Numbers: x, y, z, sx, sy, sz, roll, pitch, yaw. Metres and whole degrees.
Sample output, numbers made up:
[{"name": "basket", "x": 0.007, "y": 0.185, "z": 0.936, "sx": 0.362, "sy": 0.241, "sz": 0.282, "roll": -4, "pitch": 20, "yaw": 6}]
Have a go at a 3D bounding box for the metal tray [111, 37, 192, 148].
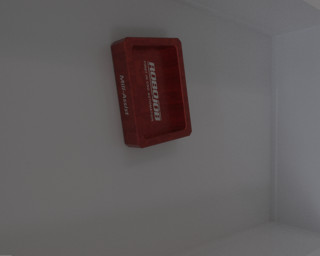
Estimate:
[{"name": "metal tray", "x": -0.008, "y": -0.047, "z": 0.395, "sx": 0.091, "sy": 0.030, "sz": 0.129, "roll": -13, "pitch": 98, "yaw": -39}]
